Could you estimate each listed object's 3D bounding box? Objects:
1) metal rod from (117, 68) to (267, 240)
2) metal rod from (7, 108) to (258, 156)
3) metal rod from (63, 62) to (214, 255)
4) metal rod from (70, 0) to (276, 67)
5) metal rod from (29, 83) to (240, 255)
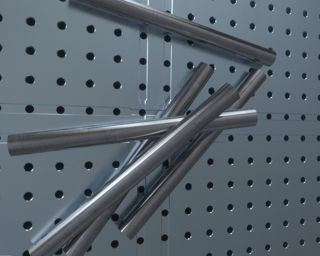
[{"bbox_3d":[0.052,0.027,0.433,0.025,0.025,0.301,46,75,-15],"label":"metal rod"},{"bbox_3d":[-0.022,0.003,0.382,0.302,0.025,0.025,-7,93,-12],"label":"metal rod"},{"bbox_3d":[-0.021,0.034,0.405,0.025,0.025,0.300,40,77,-16],"label":"metal rod"},{"bbox_3d":[0.032,-0.137,0.425,0.302,0.025,0.025,12,86,-20],"label":"metal rod"},{"bbox_3d":[-0.028,0.052,0.366,0.300,0.025,0.025,-40,104,-2],"label":"metal rod"}]
